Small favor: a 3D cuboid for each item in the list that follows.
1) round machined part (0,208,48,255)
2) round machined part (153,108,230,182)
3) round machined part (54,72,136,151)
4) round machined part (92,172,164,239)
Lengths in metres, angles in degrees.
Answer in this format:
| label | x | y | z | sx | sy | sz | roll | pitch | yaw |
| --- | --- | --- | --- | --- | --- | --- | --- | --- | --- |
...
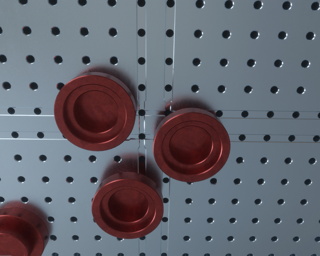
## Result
| label | x | y | z | sx | sy | sz | roll | pitch | yaw |
| --- | --- | --- | --- | --- | --- | --- | --- | --- | --- |
| round machined part | -0.224 | 0.173 | 0.465 | 0.099 | 0.042 | 0.097 | 0 | 110 | -1 |
| round machined part | 0.040 | 0.019 | 0.412 | 0.099 | 0.042 | 0.097 | 0 | 110 | -1 |
| round machined part | -0.079 | -0.023 | 0.395 | 0.099 | 0.042 | 0.097 | 0 | 110 | -1 |
| round machined part | -0.044 | 0.105 | 0.443 | 0.099 | 0.042 | 0.097 | 0 | 110 | -1 |
